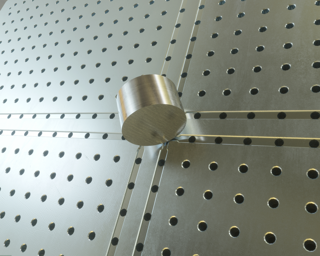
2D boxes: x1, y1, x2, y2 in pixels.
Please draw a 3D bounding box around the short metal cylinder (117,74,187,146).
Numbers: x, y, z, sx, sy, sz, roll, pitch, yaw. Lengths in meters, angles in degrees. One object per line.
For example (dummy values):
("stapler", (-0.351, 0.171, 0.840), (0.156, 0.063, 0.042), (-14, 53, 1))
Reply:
("short metal cylinder", (-0.012, -0.021, 0.392), (0.080, 0.080, 0.050), (-25, 52, 13))
